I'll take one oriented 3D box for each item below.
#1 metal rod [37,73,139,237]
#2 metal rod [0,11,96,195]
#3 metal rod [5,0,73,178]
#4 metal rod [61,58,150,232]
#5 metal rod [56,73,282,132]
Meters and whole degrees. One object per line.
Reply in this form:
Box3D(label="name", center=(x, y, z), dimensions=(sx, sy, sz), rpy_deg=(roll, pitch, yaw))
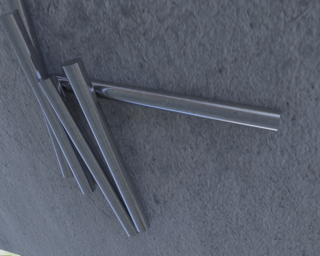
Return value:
Box3D(label="metal rod", center=(-0.098, 0.057, 0.473), dimensions=(0.025, 0.025, 0.299), rpy_deg=(-6, 121, 30))
Box3D(label="metal rod", center=(-0.155, -0.016, 0.457), dimensions=(0.025, 0.025, 0.298), rpy_deg=(3, 126, 26))
Box3D(label="metal rod", center=(-0.172, -0.051, 0.463), dimensions=(0.025, 0.025, 0.298), rpy_deg=(7, 122, 24))
Box3D(label="metal rod", center=(-0.067, 0.043, 0.447), dimensions=(0.025, 0.025, 0.298), rpy_deg=(0, 125, 28))
Box3D(label="metal rod", center=(-0.009, -0.037, 0.387), dimensions=(0.301, 0.025, 0.025), rpy_deg=(12, 124, 21))
